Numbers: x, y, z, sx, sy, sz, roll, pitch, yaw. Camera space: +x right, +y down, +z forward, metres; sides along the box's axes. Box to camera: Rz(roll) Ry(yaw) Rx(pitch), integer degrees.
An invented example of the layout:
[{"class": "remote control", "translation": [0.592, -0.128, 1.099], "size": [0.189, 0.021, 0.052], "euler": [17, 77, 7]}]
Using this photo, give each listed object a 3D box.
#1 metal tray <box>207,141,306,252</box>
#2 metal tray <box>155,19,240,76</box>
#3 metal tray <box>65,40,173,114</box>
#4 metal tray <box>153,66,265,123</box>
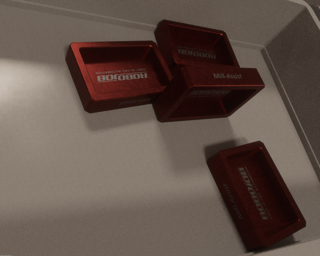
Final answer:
[{"class": "metal tray", "translation": [0.130, 0.087, 0.421], "size": [0.091, 0.030, 0.130], "euler": [-10, 67, -33]}, {"class": "metal tray", "translation": [0.063, -0.128, 0.516], "size": [0.131, 0.030, 0.090], "euler": [0, 62, -29]}, {"class": "metal tray", "translation": [-0.050, -0.074, 0.421], "size": [0.131, 0.030, 0.090], "euler": [-12, 68, -33]}, {"class": "metal tray", "translation": [0.068, -0.046, 0.429], "size": [0.131, 0.090, 0.030], "euler": [-5, 65, -31]}]
